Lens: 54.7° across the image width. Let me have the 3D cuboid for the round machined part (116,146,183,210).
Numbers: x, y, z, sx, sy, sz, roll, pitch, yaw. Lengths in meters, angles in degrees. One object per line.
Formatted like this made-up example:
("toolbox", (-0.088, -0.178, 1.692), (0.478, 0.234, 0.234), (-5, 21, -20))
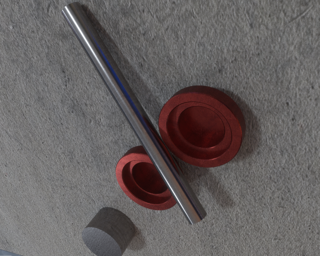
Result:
("round machined part", (-0.010, 0.066, 0.440), (0.098, 0.042, 0.097), (13, 124, 20))

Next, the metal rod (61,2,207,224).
("metal rod", (-0.030, -0.016, 0.378), (0.025, 0.025, 0.299), (-30, 93, 37))

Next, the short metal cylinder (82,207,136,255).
("short metal cylinder", (-0.091, 0.189, 0.554), (0.080, 0.050, 0.079), (13, 124, 20))

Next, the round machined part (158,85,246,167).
("round machined part", (0.051, -0.005, 0.365), (0.098, 0.042, 0.097), (13, 124, 20))
